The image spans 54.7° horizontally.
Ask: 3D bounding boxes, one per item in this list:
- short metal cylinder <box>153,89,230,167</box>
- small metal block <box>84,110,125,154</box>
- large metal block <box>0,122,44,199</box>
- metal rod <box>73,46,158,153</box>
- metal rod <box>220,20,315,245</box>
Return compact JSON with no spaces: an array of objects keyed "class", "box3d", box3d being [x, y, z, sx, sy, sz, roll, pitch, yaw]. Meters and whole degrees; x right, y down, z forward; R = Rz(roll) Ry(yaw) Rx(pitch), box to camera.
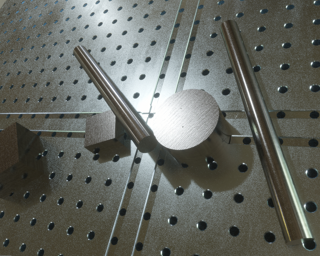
[{"class":"short metal cylinder","box3d":[0.038,0.000,0.372,0.080,0.050,0.080,-13,56,21]},{"class":"small metal block","box3d":[-0.079,0.005,0.447,0.050,0.025,0.050,-16,55,19]},{"class":"large metal block","box3d":[-0.236,0.051,0.485,0.080,0.050,0.080,-32,52,8]},{"class":"metal rod","box3d":[-0.081,-0.061,0.465,0.025,0.025,0.300,-41,44,1]},{"class":"metal rod","box3d":[0.112,-0.021,0.362,0.025,0.025,0.299,-18,54,17]}]
